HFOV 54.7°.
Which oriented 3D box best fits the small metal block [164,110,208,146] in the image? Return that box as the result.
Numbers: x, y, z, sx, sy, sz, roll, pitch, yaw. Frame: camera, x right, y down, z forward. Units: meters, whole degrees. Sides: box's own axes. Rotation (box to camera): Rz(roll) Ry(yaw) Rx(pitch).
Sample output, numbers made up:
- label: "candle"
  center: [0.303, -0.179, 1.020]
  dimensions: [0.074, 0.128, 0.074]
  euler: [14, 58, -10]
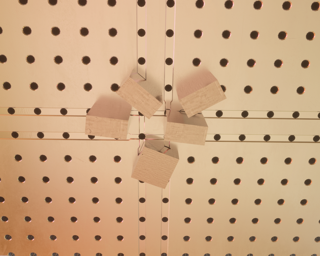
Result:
- label: "small metal block"
  center: [0.032, -0.002, 0.400]
  dimensions: [0.050, 0.050, 0.025]
  euler: [7, 110, -3]

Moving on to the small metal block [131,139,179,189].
- label: "small metal block"
  center: [-0.007, 0.051, 0.432]
  dimensions: [0.050, 0.025, 0.050]
  euler: [21, 109, -8]

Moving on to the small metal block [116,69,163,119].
- label: "small metal block"
  center: [-0.024, -0.043, 0.384]
  dimensions: [0.050, 0.050, 0.025]
  euler: [39, 105, -13]

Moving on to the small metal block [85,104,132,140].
- label: "small metal block"
  center: [-0.065, -0.009, 0.396]
  dimensions: [0.050, 0.050, 0.025]
  euler: [7, 110, -3]

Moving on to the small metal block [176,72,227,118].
- label: "small metal block"
  center: [0.050, -0.042, 0.385]
  dimensions: [0.050, 0.050, 0.025]
  euler: [-27, 108, 9]
